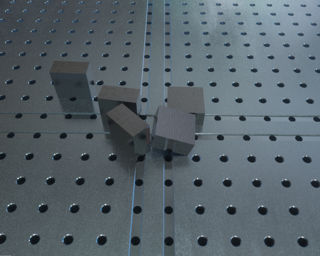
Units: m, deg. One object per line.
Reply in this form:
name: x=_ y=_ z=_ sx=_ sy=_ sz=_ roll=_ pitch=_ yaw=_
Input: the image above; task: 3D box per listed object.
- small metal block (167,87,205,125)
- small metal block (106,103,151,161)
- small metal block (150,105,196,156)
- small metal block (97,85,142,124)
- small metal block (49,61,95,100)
small metal block: x=0.035 y=-0.031 z=0.435 sx=0.050 sy=0.025 sz=0.050 roll=2 pitch=50 yaw=1
small metal block: x=-0.039 y=0.005 z=0.386 sx=0.025 sy=0.050 sz=0.050 roll=-37 pitch=59 yaw=-26
small metal block: x=0.017 y=0.003 z=0.397 sx=0.050 sy=0.025 sz=0.050 roll=15 pitch=49 yaw=-9
small metal block: x=-0.052 y=-0.028 z=0.414 sx=0.050 sy=0.050 sz=0.025 roll=7 pitch=51 yaw=5
small metal block: x=-0.125 y=-0.068 z=0.447 sx=0.050 sy=0.050 sz=0.025 roll=2 pitch=50 yaw=1
